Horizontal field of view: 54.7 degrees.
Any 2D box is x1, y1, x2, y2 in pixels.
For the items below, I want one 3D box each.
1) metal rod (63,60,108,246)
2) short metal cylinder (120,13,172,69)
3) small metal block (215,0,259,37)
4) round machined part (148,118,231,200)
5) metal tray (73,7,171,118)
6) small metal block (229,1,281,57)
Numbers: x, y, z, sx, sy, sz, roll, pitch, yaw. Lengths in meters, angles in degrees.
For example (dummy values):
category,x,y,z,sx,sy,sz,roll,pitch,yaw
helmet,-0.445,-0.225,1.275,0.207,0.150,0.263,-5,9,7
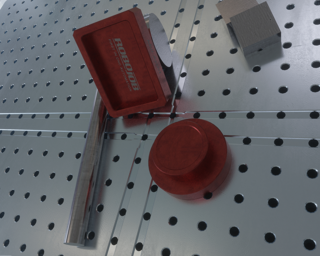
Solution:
category,x,y,z,sx,sy,sz,roll,pitch,yaw
metal rod,-0.094,0.012,0.450,0.025,0.025,0.299,-9,57,23
short metal cylinder,-0.021,-0.122,0.459,0.050,0.080,0.080,-15,56,20
small metal block,0.115,-0.169,0.451,0.050,0.025,0.050,-24,53,13
round machined part,0.030,0.030,0.363,0.098,0.042,0.098,-13,56,21
metal tray,-0.049,-0.084,0.421,0.090,0.129,0.030,-12,24,21
small metal block,0.127,-0.132,0.414,0.050,0.025,0.050,-21,71,15
